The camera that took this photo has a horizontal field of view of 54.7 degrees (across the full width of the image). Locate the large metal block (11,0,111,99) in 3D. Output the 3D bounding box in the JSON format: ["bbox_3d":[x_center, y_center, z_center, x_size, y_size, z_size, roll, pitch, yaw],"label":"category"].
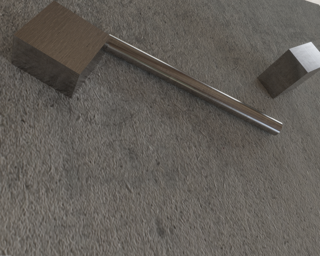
[{"bbox_3d":[-0.120,-0.097,0.382,0.080,0.050,0.080,31,52,-8],"label":"large metal block"}]

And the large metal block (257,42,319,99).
[{"bbox_3d":[0.239,-0.104,0.561,0.081,0.080,0.050,-23,74,-36],"label":"large metal block"}]

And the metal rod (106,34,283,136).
[{"bbox_3d":[0.058,-0.060,0.471,0.301,0.025,0.025,25,53,-13],"label":"metal rod"}]
